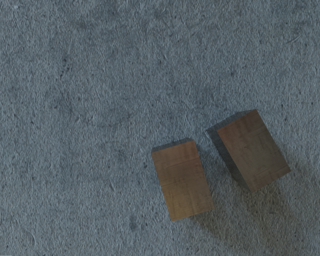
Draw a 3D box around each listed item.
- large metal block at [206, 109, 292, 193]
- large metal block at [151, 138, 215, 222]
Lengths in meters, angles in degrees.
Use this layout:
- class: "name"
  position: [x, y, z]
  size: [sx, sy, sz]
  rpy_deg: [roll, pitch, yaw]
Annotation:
- class: "large metal block"
  position: [0.104, 0.025, 0.383]
  size: [0.050, 0.080, 0.080]
  rpy_deg: [-29, 90, 0]
- class: "large metal block"
  position: [0.025, 0.058, 0.383]
  size: [0.050, 0.080, 0.080]
  rpy_deg: [-17, 90, 0]
